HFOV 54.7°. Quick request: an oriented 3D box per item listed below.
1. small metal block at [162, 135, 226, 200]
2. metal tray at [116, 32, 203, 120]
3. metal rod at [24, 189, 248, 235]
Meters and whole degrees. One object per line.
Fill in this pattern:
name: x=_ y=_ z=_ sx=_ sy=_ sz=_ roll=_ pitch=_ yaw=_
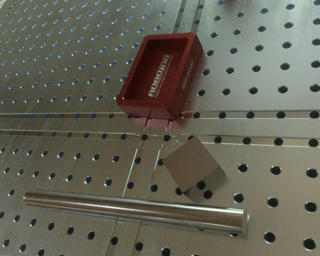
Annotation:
small metal block: x=0.039 y=0.046 z=0.360 sx=0.050 sy=0.025 sz=0.050 roll=-37 pitch=51 yaw=3
metal tray: x=0.000 y=-0.079 z=0.452 sx=0.090 sy=0.030 sz=0.130 roll=7 pitch=65 yaw=31
metal rod: x=-0.050 y=0.096 z=0.375 sx=0.300 sy=0.025 sz=0.025 roll=-1 pitch=61 yaw=27
